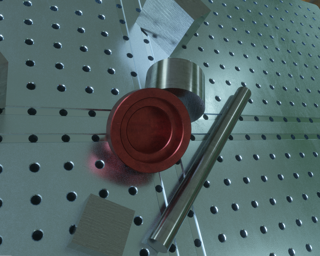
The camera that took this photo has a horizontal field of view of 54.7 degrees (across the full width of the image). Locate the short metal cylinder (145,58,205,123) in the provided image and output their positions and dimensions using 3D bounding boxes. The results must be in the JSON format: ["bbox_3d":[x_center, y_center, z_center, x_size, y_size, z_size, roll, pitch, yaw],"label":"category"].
[{"bbox_3d":[0.019,-0.046,0.411,0.081,0.080,0.050,17,55,-19],"label":"short metal cylinder"}]

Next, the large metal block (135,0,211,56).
[{"bbox_3d":[0.019,-0.177,0.491,0.080,0.080,0.050,46,51,3],"label":"large metal block"}]

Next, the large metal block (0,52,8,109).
[{"bbox_3d":[-0.198,-0.061,0.304,0.050,0.080,0.080,-35,81,-38],"label":"large metal block"}]

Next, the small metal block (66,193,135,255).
[{"bbox_3d":[-0.059,0.102,0.314,0.050,0.025,0.050,26,53,-13],"label":"small metal block"}]

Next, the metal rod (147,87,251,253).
[{"bbox_3d":[0.069,0.033,0.424,0.025,0.025,0.301,39,51,-2],"label":"metal rod"}]

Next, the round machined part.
[{"bbox_3d":[-0.016,0.002,0.369,0.099,0.042,0.097,-2,95,-23],"label":"round machined part"}]
